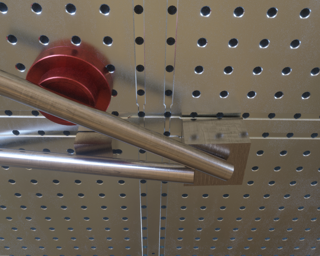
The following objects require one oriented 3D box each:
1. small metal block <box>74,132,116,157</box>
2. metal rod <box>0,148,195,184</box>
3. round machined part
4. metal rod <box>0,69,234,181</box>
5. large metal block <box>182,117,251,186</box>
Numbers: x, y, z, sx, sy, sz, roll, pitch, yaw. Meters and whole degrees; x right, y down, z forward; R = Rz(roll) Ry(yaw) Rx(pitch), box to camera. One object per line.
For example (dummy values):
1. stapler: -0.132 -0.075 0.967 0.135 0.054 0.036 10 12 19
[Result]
1. small metal block: -0.090 0.032 0.438 0.050 0.025 0.050 0 130 0
2. metal rod: -0.105 0.049 0.415 0.301 0.025 0.025 4 131 10
3. round machined part: -0.107 -0.041 0.363 0.099 0.042 0.097 -1 130 0
4. metal rod: -0.050 -0.001 0.347 0.302 0.025 0.025 22 127 -15
5. large metal block: 0.072 0.033 0.421 0.081 0.050 0.079 -2 130 1
